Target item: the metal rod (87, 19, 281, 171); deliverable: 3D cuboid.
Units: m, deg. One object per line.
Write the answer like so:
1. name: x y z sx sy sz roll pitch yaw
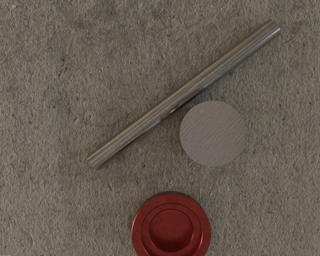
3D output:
1. metal rod: 0.032 -0.044 0.410 0.301 0.025 0.025 -37 90 -1

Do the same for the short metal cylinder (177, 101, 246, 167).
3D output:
1. short metal cylinder: 0.064 0.007 0.398 0.081 0.050 0.079 0 90 -1

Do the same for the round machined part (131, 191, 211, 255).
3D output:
1. round machined part: 0.014 0.130 0.402 0.099 0.042 0.097 0 90 -1
